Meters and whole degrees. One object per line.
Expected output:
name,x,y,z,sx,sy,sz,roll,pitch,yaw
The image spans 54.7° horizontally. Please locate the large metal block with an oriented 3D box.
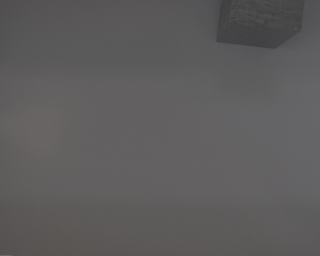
large metal block,0.120,-0.138,0.385,0.080,0.080,0.050,7,90,0
